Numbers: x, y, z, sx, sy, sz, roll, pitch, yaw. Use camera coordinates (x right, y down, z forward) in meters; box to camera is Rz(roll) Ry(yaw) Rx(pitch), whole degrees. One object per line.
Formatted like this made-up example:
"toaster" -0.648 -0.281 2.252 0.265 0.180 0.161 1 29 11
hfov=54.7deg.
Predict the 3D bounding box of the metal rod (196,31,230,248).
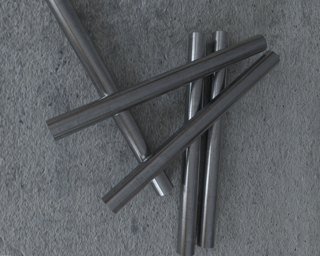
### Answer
"metal rod" 0.075 0.015 0.436 0.025 0.025 0.298 5 88 -20

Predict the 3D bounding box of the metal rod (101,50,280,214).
"metal rod" 0.049 -0.004 0.399 0.301 0.025 0.025 -41 103 -15

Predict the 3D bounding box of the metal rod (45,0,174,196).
"metal rod" -0.064 -0.046 0.385 0.025 0.025 0.299 -32 101 -17

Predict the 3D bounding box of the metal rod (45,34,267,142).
"metal rod" 0.010 -0.058 0.384 0.302 0.025 0.025 -25 99 -18

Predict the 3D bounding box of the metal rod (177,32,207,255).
"metal rod" 0.044 0.021 0.424 0.025 0.025 0.298 4 89 -20
